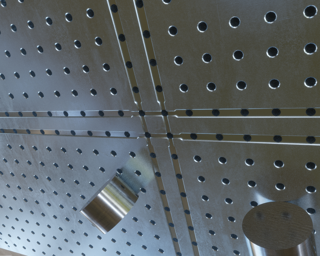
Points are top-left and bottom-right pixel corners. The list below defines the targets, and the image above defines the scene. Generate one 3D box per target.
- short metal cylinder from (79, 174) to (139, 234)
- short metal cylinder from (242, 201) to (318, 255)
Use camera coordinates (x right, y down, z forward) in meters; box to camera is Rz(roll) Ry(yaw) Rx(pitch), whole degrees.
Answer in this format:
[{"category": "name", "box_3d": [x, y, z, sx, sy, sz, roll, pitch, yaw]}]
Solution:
[{"category": "short metal cylinder", "box_3d": [-0.080, 0.119, 0.489, 0.050, 0.080, 0.080, 45, 129, -3]}, {"category": "short metal cylinder", "box_3d": [0.147, 0.137, 0.382, 0.080, 0.080, 0.050, -5, 116, 30]}]
